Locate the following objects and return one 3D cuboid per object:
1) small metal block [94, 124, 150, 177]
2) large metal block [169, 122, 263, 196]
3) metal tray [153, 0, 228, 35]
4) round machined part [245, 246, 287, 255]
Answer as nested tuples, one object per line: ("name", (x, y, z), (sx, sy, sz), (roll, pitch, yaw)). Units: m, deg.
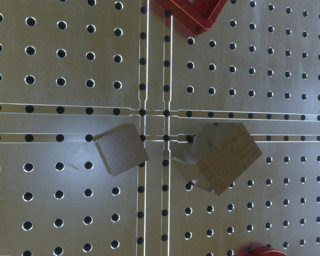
("small metal block", (-0.049, 0.027, 0.396), (0.050, 0.025, 0.050), (-25, 99, -19))
("large metal block", (0.071, 0.037, 0.411), (0.080, 0.080, 0.050), (-39, 103, -16))
("metal tray", (0.058, -0.209, 0.432), (0.090, 0.030, 0.130), (34, 79, -17))
("round machined part", (0.166, 0.235, 0.467), (0.099, 0.042, 0.097), (0, 90, -21))
